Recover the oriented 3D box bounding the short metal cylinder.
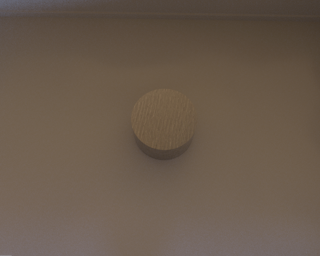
[{"bbox_3d":[0.005,-0.003,0.398,0.081,0.050,0.080,0,70,0],"label":"short metal cylinder"}]
